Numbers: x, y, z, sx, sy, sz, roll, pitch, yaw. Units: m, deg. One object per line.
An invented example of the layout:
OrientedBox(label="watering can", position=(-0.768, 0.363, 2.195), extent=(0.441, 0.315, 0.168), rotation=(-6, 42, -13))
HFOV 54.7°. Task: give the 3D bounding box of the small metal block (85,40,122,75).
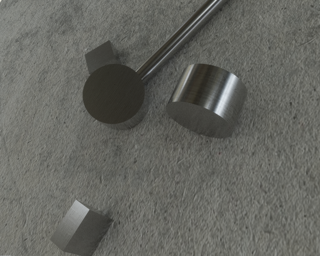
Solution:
OrientedBox(label="small metal block", position=(-0.095, -0.113, 0.521), extent=(0.050, 0.025, 0.050), rotation=(-28, 52, 10))

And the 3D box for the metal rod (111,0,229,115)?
OrientedBox(label="metal rod", position=(0.025, -0.130, 0.469), extent=(0.300, 0.025, 0.025), rotation=(-46, 51, -5))

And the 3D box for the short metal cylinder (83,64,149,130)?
OrientedBox(label="short metal cylinder", position=(-0.058, -0.040, 0.420), extent=(0.080, 0.050, 0.080), rotation=(-1, 80, 4))

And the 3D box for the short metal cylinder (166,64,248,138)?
OrientedBox(label="short metal cylinder", position=(0.054, -0.029, 0.358), extent=(0.080, 0.080, 0.050), rotation=(13, 69, 33))

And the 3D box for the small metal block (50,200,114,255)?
OrientedBox(label="small metal block", position=(-0.089, 0.118, 0.361), extent=(0.025, 0.050, 0.050), rotation=(22, 73, 36))
